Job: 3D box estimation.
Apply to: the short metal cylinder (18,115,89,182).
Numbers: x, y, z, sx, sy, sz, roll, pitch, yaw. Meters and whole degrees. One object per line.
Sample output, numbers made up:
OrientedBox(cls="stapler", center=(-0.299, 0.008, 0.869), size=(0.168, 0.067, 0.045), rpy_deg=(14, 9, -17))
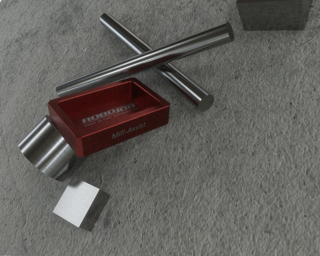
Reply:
OrientedBox(cls="short metal cylinder", center=(-0.143, 0.028, 0.424), size=(0.050, 0.080, 0.080), rpy_deg=(-47, 52, -3))

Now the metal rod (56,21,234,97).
OrientedBox(cls="metal rod", center=(-0.041, -0.090, 0.452), size=(0.300, 0.025, 0.025), rpy_deg=(-12, 56, 30))

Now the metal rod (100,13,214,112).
OrientedBox(cls="metal rod", center=(-0.021, -0.117, 0.485), size=(0.025, 0.025, 0.300), rpy_deg=(-42, 51, -1))

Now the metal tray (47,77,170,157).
OrientedBox(cls="metal tray", center=(-0.064, -0.020, 0.400), size=(0.131, 0.030, 0.090), rpy_deg=(-22, 44, -30))

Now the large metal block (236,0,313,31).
OrientedBox(cls="large metal block", center=(0.158, -0.179, 0.414), size=(0.080, 0.050, 0.080), rpy_deg=(11, 67, 32))

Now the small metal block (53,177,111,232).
OrientedBox(cls="small metal block", center=(-0.100, 0.096, 0.395), size=(0.050, 0.025, 0.050), rpy_deg=(15, 70, 34))
